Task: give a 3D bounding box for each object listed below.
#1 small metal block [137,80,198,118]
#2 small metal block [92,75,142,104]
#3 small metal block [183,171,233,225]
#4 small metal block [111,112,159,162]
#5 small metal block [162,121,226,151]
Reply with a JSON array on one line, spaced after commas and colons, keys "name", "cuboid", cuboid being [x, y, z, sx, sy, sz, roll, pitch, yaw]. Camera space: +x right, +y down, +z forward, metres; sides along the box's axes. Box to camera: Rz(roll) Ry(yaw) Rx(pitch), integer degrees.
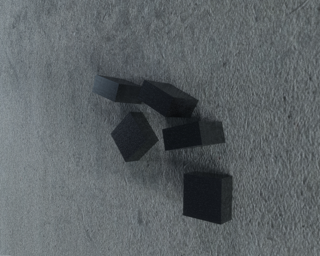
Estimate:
[{"name": "small metal block", "cuboid": [0.010, -0.035, 0.381, 0.050, 0.050, 0.025, 35, 112, 34]}, {"name": "small metal block", "cuboid": [-0.058, -0.054, 0.437, 0.050, 0.050, 0.025, 25, 106, 37]}, {"name": "small metal block", "cuboid": [0.055, 0.079, 0.360, 0.050, 0.025, 0.050, 2, 91, 40]}, {"name": "small metal block", "cuboid": [-0.036, 0.012, 0.435, 0.050, 0.025, 0.050, -46, 63, 30]}, {"name": "small metal block", "cuboid": [0.039, 0.009, 0.356, 0.050, 0.050, 0.025, -13, 82, 39]}]
